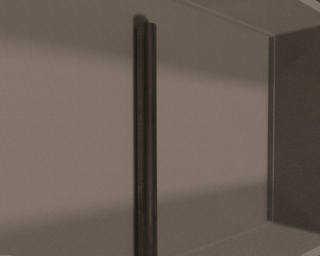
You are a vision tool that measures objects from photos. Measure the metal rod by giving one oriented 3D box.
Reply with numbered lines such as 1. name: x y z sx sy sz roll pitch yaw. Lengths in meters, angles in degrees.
1. metal rod: -0.016 0.019 0.394 0.025 0.025 0.298 -1 91 -40
